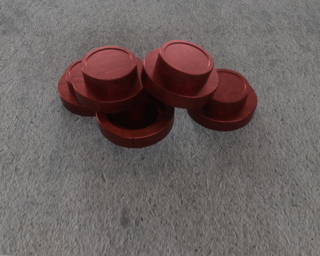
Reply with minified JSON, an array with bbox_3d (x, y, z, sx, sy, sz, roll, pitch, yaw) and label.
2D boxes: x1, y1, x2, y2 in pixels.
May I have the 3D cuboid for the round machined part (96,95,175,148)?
[{"bbox_3d":[-0.031,-0.012,0.403,0.099,0.042,0.098,0,50,0],"label":"round machined part"}]

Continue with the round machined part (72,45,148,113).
[{"bbox_3d":[-0.062,-0.068,0.395,0.099,0.042,0.098,0,50,0],"label":"round machined part"}]

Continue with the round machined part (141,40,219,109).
[{"bbox_3d":[0.028,-0.073,0.388,0.099,0.042,0.098,9,48,-10],"label":"round machined part"}]

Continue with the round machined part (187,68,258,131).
[{"bbox_3d":[0.086,-0.046,0.432,0.099,0.042,0.098,0,50,0],"label":"round machined part"}]

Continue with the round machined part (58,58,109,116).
[{"bbox_3d":[-0.098,-0.066,0.447,0.099,0.042,0.098,0,50,0],"label":"round machined part"}]
